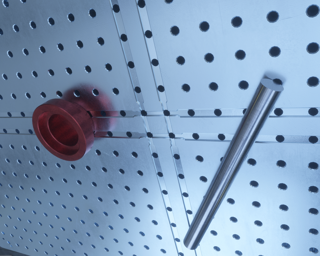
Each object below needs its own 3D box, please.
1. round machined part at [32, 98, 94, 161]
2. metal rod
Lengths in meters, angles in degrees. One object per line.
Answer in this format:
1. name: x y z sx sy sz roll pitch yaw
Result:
1. round machined part: -0.142 -0.001 0.474 0.098 0.042 0.097 13 124 21
2. metal rod: 0.083 0.070 0.410 0.025 0.025 0.298 25 128 12
